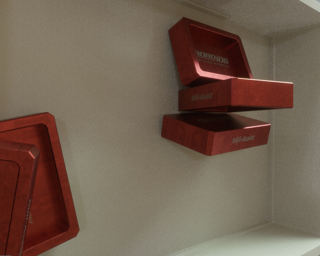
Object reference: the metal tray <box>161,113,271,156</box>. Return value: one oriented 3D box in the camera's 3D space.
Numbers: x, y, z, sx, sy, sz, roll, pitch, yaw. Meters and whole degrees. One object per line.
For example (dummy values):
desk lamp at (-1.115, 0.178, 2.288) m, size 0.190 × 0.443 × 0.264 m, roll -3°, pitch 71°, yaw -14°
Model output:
metal tray at (0.079, 0.003, 0.429) m, size 0.131 × 0.090 × 0.030 m, roll -6°, pitch 109°, yaw -40°

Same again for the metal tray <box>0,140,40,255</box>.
metal tray at (-0.151, 0.072, 0.237) m, size 0.091 × 0.030 × 0.129 m, roll 10°, pitch 93°, yaw -15°

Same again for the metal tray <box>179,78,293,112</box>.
metal tray at (0.093, -0.039, 0.405) m, size 0.091 × 0.130 × 0.030 m, roll 0°, pitch 90°, yaw -25°

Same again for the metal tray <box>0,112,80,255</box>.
metal tray at (-0.135, 0.056, 0.290) m, size 0.091 × 0.030 × 0.129 m, roll -17°, pitch 101°, yaw -39°

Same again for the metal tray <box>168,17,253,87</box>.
metal tray at (0.078, -0.102, 0.452) m, size 0.131 × 0.030 × 0.090 m, roll 1°, pitch 70°, yaw -40°
